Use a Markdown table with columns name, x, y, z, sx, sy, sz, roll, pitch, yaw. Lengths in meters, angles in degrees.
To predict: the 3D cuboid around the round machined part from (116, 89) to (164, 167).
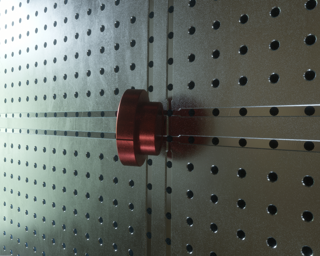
| name | x | y | z | sx | sy | sz | roll | pitch | yaw |
| --- | --- | --- | --- | --- | --- | --- | --- | --- | --- |
| round machined part | -0.020 | 0.000 | 0.392 | 0.042 | 0.098 | 0.097 | 3 | 92 | 9 |
